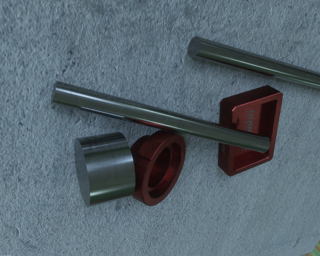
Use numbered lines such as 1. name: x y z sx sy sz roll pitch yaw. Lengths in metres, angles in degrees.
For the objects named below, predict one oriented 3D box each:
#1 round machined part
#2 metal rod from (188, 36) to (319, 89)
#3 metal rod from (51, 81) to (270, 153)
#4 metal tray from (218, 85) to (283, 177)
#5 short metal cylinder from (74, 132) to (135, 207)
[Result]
1. round machined part: -0.010 0.047 0.402 0.099 0.042 0.097 -38 139 -43
2. metal rod: 0.170 -0.085 0.447 0.302 0.025 0.025 5 116 -31
3. metal rod: 0.021 -0.007 0.390 0.302 0.025 0.025 13 112 -26
4. metal tray: 0.138 0.006 0.482 0.091 0.030 0.129 -18 126 -18
5. short metal cylinder: -0.067 0.047 0.364 0.050 0.080 0.079 -9 122 -24
